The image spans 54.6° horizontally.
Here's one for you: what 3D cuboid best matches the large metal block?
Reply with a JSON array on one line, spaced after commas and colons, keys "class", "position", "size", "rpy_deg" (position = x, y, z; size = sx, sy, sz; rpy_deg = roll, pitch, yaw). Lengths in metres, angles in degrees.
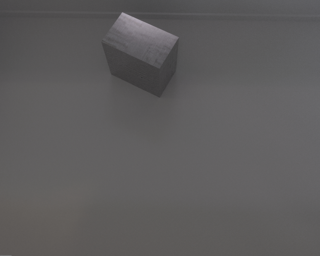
[{"class": "large metal block", "position": [-0.024, -0.094, 0.415], "size": [0.080, 0.080, 0.050], "rpy_deg": [27, 72, 9]}]
